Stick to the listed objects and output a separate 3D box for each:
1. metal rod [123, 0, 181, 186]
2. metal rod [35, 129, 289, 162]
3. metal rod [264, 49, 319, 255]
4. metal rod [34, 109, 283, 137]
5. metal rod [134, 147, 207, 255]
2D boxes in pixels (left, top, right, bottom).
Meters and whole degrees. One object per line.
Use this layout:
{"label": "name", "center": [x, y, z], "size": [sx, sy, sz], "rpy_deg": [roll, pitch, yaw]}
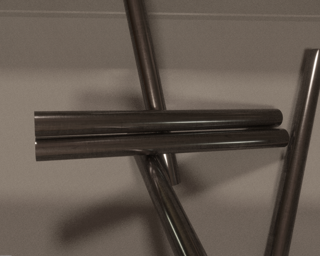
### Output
{"label": "metal rod", "center": [-0.016, -0.076, 0.374], "size": [0.025, 0.025, 0.298], "rpy_deg": [-12, 95, -5]}
{"label": "metal rod", "center": [0.019, 0.017, 0.360], "size": [0.303, 0.025, 0.025], "rpy_deg": [-2, 69, -19]}
{"label": "metal rod", "center": [0.180, 0.025, 0.402], "size": [0.025, 0.025, 0.299], "rpy_deg": [18, 71, 6]}
{"label": "metal rod", "center": [0.017, -0.009, 0.360], "size": [0.303, 0.025, 0.025], "rpy_deg": [-2, 69, -23]}
{"label": "metal rod", "center": [0.014, 0.088, 0.289], "size": [0.025, 0.025, 0.300], "rpy_deg": [-21, 37, -8]}
